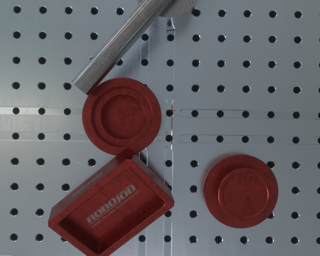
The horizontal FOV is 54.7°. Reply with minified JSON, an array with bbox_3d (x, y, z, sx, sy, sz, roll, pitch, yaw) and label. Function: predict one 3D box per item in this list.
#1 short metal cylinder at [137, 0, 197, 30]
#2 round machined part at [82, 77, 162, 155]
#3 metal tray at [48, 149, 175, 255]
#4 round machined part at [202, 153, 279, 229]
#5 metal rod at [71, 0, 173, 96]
[{"bbox_3d":[0.009,-0.174,0.401,0.081,0.050,0.079,0,90,0],"label":"short metal cylinder"},{"bbox_3d":[-0.047,-0.014,0.404,0.099,0.042,0.097,0,90,0],"label":"round machined part"},{"bbox_3d":[-0.059,0.099,0.388,0.130,0.030,0.090,-39,112,6],"label":"metal tray"},{"bbox_3d":[0.107,0.084,0.406,0.099,0.042,0.097,0,90,0],"label":"round machined part"},{"bbox_3d":[0.005,-0.159,0.363,0.025,0.025,0.300,41,90,0],"label":"metal rod"}]
